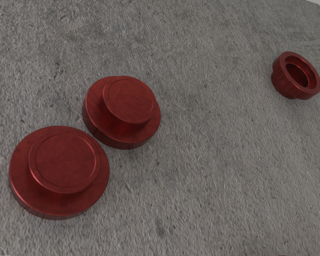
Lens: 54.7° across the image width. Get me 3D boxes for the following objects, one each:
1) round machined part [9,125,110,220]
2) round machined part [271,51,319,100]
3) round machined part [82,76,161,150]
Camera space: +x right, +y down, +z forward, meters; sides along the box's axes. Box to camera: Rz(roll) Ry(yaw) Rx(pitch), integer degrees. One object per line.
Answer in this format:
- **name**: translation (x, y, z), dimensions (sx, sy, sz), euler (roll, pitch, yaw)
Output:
- **round machined part**: translation (-0.099, 0.040, 0.315), dimensions (0.099, 0.042, 0.098), euler (14, 56, -21)
- **round machined part**: translation (0.251, -0.093, 0.584), dimensions (0.099, 0.042, 0.098), euler (14, 56, -21)
- **round machined part**: translation (-0.043, -0.026, 0.385), dimensions (0.099, 0.042, 0.098), euler (14, 56, -21)
